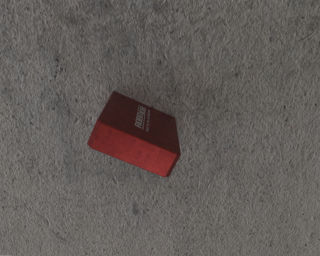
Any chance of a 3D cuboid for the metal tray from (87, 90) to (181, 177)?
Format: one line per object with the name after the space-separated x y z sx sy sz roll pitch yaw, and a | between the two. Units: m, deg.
-0.026 0.000 0.367 0.090 0.130 0.030 23 109 -9 | metal tray
